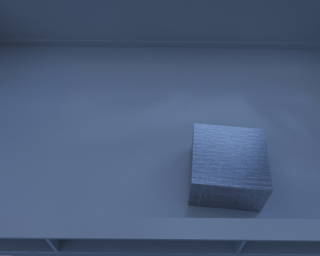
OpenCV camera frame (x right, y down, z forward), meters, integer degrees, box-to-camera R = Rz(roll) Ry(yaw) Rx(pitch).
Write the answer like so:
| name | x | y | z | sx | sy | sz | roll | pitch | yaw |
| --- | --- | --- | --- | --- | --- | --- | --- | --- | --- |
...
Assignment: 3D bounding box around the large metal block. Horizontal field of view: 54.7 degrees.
| name | x | y | z | sx | sy | sz | roll | pitch | yaw |
| --- | --- | --- | --- | --- | --- | --- | --- | --- | --- |
| large metal block | 0.076 | 0.044 | 0.353 | 0.080 | 0.050 | 0.080 | 5 | 50 | 3 |
